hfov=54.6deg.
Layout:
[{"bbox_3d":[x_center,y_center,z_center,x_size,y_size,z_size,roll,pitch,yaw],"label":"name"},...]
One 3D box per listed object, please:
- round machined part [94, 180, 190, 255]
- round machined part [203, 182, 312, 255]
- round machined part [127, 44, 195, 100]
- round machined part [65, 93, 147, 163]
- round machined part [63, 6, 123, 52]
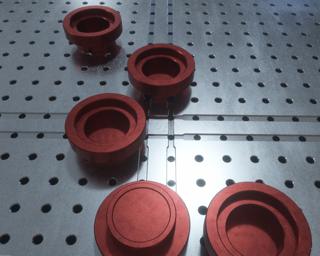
[{"bbox_3d":[-0.018,0.096,0.316,0.099,0.042,0.098,0,50,0],"label":"round machined part"},{"bbox_3d":[0.092,0.106,0.308,0.099,0.042,0.098,0,50,0],"label":"round machined part"},{"bbox_3d":[0.002,-0.081,0.465,0.099,0.042,0.098,0,50,0],"label":"round machined part"},{"bbox_3d":[-0.066,0.004,0.393,0.099,0.042,0.098,0,50,0],"label":"round machined part"},{"bbox_3d":[-0.114,-0.169,0.538,0.099,0.042,0.098,0,50,0],"label":"round machined part"}]
